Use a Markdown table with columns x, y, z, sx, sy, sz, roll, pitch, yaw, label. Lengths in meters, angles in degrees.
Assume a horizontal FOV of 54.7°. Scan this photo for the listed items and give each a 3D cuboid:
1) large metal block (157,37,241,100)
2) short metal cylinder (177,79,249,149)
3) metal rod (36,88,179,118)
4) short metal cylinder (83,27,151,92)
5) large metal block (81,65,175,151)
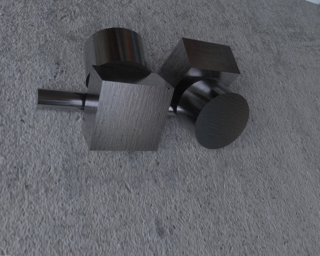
| x | y | z | sx | sy | sz | roll | pitch | yaw | label |
| --- | --- | --- | --- | --- | --- | --- | --- | --- | --- |
| 0.053 | -0.078 | 0.445 | 0.081 | 0.080 | 0.050 | 1 | 61 | -28 | large metal block |
| 0.069 | -0.019 | 0.411 | 0.081 | 0.079 | 0.050 | 2 | 26 | -27 | short metal cylinder |
| -0.006 | -0.028 | 0.421 | 0.303 | 0.025 | 0.025 | 2 | 61 | -27 | metal rod |
| -0.053 | -0.078 | 0.388 | 0.081 | 0.080 | 0.050 | 3 | 60 | -27 | short metal cylinder |
| -0.039 | -0.021 | 0.354 | 0.081 | 0.079 | 0.050 | 3 | 26 | -27 | large metal block |
